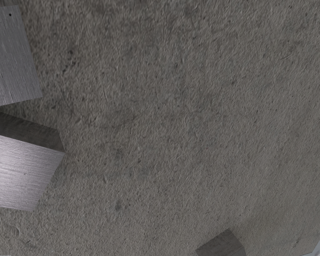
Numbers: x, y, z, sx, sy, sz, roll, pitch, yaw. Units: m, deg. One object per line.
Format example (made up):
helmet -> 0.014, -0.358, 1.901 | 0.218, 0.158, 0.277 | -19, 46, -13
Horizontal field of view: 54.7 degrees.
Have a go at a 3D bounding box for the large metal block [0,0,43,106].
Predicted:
large metal block -> -0.155, -0.064, 0.266 | 0.081, 0.050, 0.079 | -16, 125, -20

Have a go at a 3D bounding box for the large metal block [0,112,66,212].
large metal block -> -0.159, 0.035, 0.325 | 0.080, 0.050, 0.080 | 22, 106, -36

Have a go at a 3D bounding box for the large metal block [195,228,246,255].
large metal block -> 0.127, 0.262, 0.622 | 0.080, 0.050, 0.080 | -30, 129, -9
